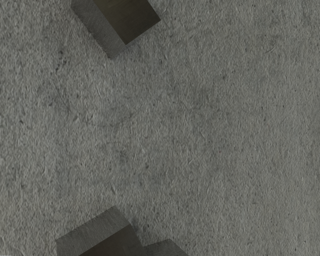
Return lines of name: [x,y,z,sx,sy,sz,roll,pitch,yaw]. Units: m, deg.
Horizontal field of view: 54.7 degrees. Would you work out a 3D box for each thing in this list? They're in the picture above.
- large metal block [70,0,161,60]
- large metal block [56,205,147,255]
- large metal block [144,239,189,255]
large metal block: [-0.054,-0.133,0.359,0.050,0.080,0.080,-40,103,-15]
large metal block: [-0.068,0.140,0.355,0.080,0.080,0.050,-28,100,-18]
large metal block: [-0.006,0.184,0.378,0.081,0.080,0.050,-9,94,-20]
